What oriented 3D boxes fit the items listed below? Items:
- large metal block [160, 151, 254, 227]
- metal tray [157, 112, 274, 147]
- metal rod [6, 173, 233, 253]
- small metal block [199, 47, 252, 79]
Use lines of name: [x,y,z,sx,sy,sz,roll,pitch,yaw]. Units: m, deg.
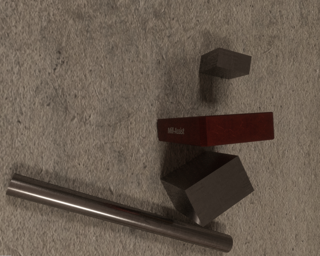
large metal block: [0.058,0.074,0.403,0.080,0.080,0.050,-29,100,-18]
metal tray: [0.061,0.000,0.377,0.091,0.130,0.030,-4,92,-20]
metal rod: [-0.035,0.115,0.397,0.302,0.025,0.025,22,83,-19]
small metal block: [0.089,-0.088,0.430,0.050,0.050,0.025,9,87,-20]
